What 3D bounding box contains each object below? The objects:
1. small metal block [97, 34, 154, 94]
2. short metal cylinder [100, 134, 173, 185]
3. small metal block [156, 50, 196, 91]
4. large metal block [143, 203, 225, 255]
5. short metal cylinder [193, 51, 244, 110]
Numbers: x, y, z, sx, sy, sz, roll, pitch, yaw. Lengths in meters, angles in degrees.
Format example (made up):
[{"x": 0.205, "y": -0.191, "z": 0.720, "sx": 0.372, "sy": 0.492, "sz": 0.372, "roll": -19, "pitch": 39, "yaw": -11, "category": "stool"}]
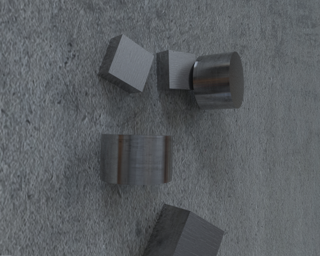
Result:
[{"x": -0.040, "y": -0.075, "z": 0.373, "sx": 0.050, "sy": 0.025, "sz": 0.050, "roll": 28, "pitch": 73, "yaw": -37, "category": "small metal block"}, {"x": -0.026, "y": 0.033, "z": 0.349, "sx": 0.081, "sy": 0.080, "sz": 0.050, "roll": 2, "pitch": 89, "yaw": -40, "category": "short metal cylinder"}, {"x": 0.023, "y": -0.077, "z": 0.426, "sx": 0.050, "sy": 0.025, "sz": 0.050, "roll": -3, "pitch": 92, "yaw": -40, "category": "small metal block"}, {"x": 0.033, "y": 0.159, "z": 0.418, "sx": 0.080, "sy": 0.050, "sz": 0.080, "roll": 38, "pitch": 66, "yaw": -34, "category": "large metal block"}, {"x": 0.086, "y": -0.067, "z": 0.446, "sx": 0.080, "sy": 0.050, "sz": 0.079, "roll": 2, "pitch": 87, "yaw": -62, "category": "short metal cylinder"}]
